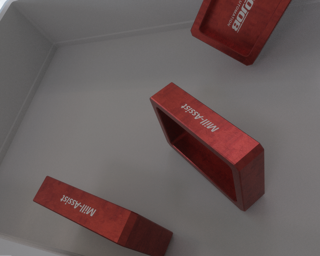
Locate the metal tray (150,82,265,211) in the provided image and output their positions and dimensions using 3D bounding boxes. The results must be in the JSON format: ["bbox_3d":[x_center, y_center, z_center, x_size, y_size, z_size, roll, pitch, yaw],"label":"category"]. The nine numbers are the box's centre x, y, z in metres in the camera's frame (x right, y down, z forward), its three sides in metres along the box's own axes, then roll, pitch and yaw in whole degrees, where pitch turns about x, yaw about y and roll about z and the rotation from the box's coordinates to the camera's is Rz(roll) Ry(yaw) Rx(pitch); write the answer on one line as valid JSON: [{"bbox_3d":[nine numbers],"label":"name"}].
[{"bbox_3d":[0.048,0.018,0.325,0.030,0.090,0.130,-38,50,-13],"label":"metal tray"}]

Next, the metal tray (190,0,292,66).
[{"bbox_3d":[0.103,-0.151,0.366,0.090,0.129,0.030,32,39,10],"label":"metal tray"}]

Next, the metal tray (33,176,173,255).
[{"bbox_3d":[-0.062,0.096,0.337,0.130,0.090,0.030,12,68,33],"label":"metal tray"}]
